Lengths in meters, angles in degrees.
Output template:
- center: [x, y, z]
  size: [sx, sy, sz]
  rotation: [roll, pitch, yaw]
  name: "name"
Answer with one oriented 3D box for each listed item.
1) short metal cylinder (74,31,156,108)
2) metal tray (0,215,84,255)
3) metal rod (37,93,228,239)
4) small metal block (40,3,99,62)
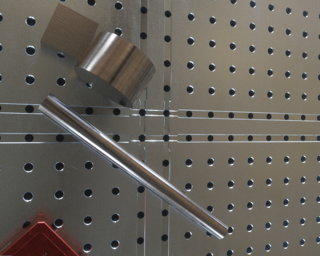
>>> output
- center: [-0.052, -0.067, 0.365]
  size: [0.080, 0.080, 0.050]
  rotation: [35, 79, -17]
  name: "short metal cylinder"
- center: [-0.157, 0.177, 0.352]
  size: [0.130, 0.030, 0.090]
  rotation: [-42, 104, -15]
  name: "metal tray"
- center: [-0.023, 0.059, 0.405]
  size: [0.301, 0.025, 0.025]
  rotation: [39, 78, -16]
  name: "metal rod"
- center: [-0.108, -0.112, 0.373]
  size: [0.050, 0.025, 0.050]
  rotation: [24, 82, -19]
  name: "small metal block"
